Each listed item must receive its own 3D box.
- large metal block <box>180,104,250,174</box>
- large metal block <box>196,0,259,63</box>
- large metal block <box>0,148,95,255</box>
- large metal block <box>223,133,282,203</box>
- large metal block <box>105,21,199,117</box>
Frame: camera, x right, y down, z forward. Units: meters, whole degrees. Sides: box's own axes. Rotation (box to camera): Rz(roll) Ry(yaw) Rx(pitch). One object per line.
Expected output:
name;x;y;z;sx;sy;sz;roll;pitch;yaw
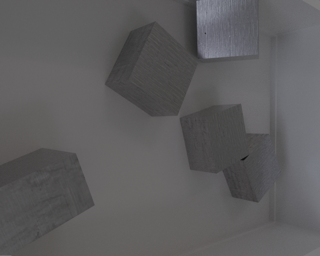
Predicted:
large metal block;0.082;0.013;0.459;0.081;0.050;0.080;-20;103;-38
large metal block;0.098;-0.139;0.441;0.050;0.080;0.079;-15;104;-70
large metal block;-0.119;0.058;0.271;0.081;0.080;0.050;-26;107;-37
large metal block;0.151;0.064;0.517;0.080;0.050;0.080;-36;112;-34
large metal block;-0.008;-0.069;0.383;0.080;0.050;0.080;34;69;-35
